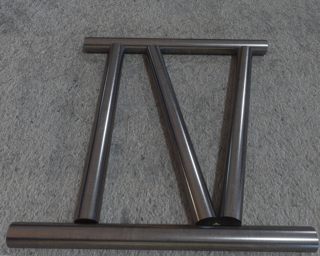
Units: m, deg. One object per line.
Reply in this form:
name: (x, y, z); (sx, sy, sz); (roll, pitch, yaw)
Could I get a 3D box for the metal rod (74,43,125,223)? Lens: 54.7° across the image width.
metal rod: (-0.073, -0.016, 0.416); (0.025, 0.025, 0.300); (1, 50, 0)

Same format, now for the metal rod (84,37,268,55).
metal rod: (0.026, -0.138, 0.521); (0.302, 0.025, 0.025); (1, 50, 0)

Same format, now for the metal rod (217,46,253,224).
metal rod: (0.106, -0.014, 0.416); (0.025, 0.025, 0.300); (10, 51, 8)

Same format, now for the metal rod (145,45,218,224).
metal rod: (0.018, -0.014, 0.416); (0.025, 0.025, 0.300); (-9, 51, -8)

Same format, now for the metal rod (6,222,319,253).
metal rod: (0.002, 0.110, 0.311); (0.302, 0.025, 0.025); (1, 50, 0)
